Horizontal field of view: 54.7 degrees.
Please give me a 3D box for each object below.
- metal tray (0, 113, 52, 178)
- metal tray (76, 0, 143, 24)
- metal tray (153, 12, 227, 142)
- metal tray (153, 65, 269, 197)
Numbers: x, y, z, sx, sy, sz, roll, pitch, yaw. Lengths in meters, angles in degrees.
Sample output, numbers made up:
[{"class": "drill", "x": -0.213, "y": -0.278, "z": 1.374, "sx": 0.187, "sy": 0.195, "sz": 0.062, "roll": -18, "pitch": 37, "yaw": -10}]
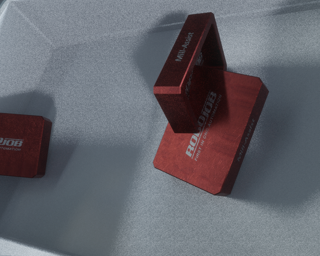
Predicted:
[{"class": "metal tray", "x": -0.235, "y": 0.024, "z": 0.460, "sx": 0.131, "sy": 0.030, "sz": 0.090, "roll": 5, "pitch": 82, "yaw": 4}, {"class": "metal tray", "x": -0.093, "y": -0.259, "z": 0.610, "sx": 0.130, "sy": 0.030, "sz": 0.090, "roll": -2, "pitch": 61, "yaw": 27}, {"class": "metal tray", "x": 0.042, "y": -0.060, "z": 0.364, "sx": 0.030, "sy": 0.090, "sz": 0.130, "roll": 4, "pitch": 54, "yaw": 28}, {"class": "metal tray", "x": 0.055, "y": 0.000, "z": 0.351, "sx": 0.090, "sy": 0.030, "sz": 0.129, "roll": 20, "pitch": 88, "yaw": 35}]
